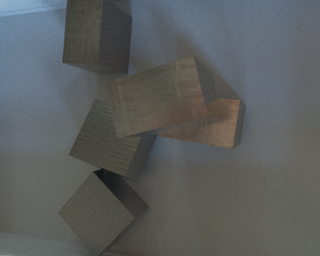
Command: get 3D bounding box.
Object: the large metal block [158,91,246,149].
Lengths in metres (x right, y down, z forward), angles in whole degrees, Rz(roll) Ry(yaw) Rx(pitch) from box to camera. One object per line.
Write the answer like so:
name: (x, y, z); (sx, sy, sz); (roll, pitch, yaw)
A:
large metal block: (0.053, -0.010, 0.362); (0.080, 0.080, 0.050); (9, 93, 19)

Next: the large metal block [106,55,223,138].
large metal block: (0.008, -0.025, 0.293); (0.080, 0.080, 0.050); (-14, 86, 19)

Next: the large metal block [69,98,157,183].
large metal block: (-0.057, 0.017, 0.404); (0.080, 0.050, 0.080); (18, 77, 18)

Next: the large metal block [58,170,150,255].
large metal block: (-0.076, 0.112, 0.423); (0.080, 0.050, 0.080); (45, 104, 14)

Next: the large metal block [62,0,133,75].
large metal block: (-0.079, -0.117, 0.408); (0.050, 0.080, 0.079); (6, 92, 19)
